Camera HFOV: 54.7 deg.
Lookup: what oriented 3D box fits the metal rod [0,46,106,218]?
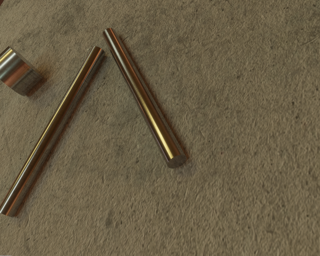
[{"bbox_3d":[-0.164,-0.006,0.493,0.025,0.025,0.300,11,67,33],"label":"metal rod"}]

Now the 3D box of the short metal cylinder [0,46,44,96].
[{"bbox_3d":[-0.263,-0.104,0.571,0.050,0.080,0.080,-46,51,-4],"label":"short metal cylinder"}]

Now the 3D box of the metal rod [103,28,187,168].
[{"bbox_3d":[-0.035,-0.064,0.461,0.025,0.025,0.300,-33,51,6],"label":"metal rod"}]
